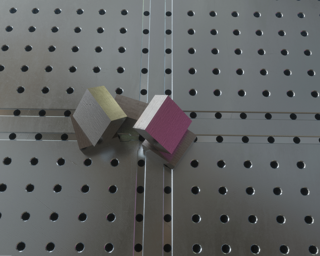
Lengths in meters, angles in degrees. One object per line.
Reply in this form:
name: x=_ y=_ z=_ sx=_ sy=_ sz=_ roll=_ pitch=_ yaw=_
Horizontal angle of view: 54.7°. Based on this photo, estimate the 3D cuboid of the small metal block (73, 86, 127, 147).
small metal block: x=-0.073 y=-0.014 z=0.373 sx=0.025 sy=0.050 sz=0.050 roll=-20 pitch=66 yaw=-48

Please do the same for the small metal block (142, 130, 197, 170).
small metal block: x=0.012 y=0.019 z=0.405 sx=0.050 sy=0.025 sz=0.050 roll=34 pitch=73 yaw=11

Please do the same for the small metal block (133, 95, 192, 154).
small metal block: x=0.004 y=-0.004 z=0.372 sx=0.050 sy=0.025 sz=0.050 roll=44 pitch=69 yaw=-32

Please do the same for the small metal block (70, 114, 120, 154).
small metal block: x=-0.086 y=0.001 z=0.411 sx=0.050 sy=0.025 sz=0.050 roll=-18 pitch=71 yaw=-7

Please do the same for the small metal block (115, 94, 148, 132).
small metal block: x=-0.034 y=-0.016 z=0.404 sx=0.050 sy=0.050 sz=0.025 roll=18 pitch=71 yaw=6
